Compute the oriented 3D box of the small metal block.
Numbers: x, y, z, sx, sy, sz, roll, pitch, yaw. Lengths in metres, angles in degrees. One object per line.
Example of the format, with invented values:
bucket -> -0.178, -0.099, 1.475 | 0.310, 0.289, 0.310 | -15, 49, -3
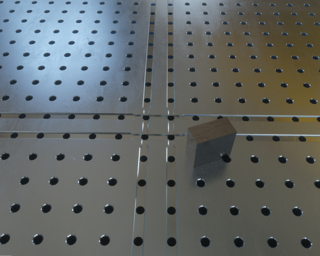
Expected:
small metal block -> 0.061, 0.018, 0.377 | 0.050, 0.050, 0.025 | -16, 52, -13
